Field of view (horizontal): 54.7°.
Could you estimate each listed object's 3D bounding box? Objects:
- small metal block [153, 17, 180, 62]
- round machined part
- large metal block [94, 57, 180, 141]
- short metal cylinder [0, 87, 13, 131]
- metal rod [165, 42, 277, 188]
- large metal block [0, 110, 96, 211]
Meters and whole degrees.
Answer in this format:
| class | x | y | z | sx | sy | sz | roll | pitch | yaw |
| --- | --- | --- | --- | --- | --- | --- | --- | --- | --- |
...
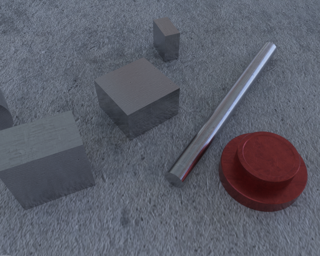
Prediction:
| class | x | y | z | sx | sy | sz | roll | pitch | yaw |
| --- | --- | --- | --- | --- | --- | --- | --- | --- | --- |
| small metal block | 0.010 | -0.146 | 0.510 | 0.025 | 0.050 | 0.050 | -18 | 53 | -14 |
| round machined part | 0.120 | 0.042 | 0.358 | 0.099 | 0.042 | 0.098 | 0 | 50 | 0 |
| large metal block | -0.031 | -0.042 | 0.422 | 0.081 | 0.050 | 0.080 | -30 | 57 | -23 |
| short metal cylinder | -0.230 | -0.018 | 0.380 | 0.081 | 0.080 | 0.050 | -24 | 54 | -19 |
| metal rod | 0.099 | -0.036 | 0.434 | 0.025 | 0.025 | 0.301 | 27 | 55 | 20 |
| large metal block | -0.122 | 0.036 | 0.336 | 0.081 | 0.080 | 0.050 | -18 | 53 | -15 |
